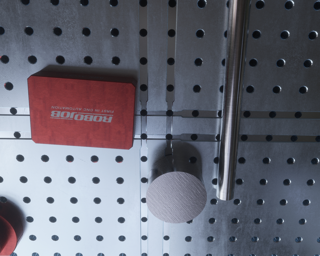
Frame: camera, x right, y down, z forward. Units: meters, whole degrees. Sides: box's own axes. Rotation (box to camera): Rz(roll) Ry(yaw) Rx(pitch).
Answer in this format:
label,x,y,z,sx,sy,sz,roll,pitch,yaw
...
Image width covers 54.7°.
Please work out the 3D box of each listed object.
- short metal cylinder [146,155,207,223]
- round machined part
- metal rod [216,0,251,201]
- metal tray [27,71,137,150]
label,x,y,z,sx,sy,sz,roll,pitch,yaw
short metal cylinder,0.022,0.084,0.431,0.081,0.050,0.079,0,110,0
round machined part,-0.263,0.162,0.462,0.099,0.042,0.097,0,110,0
metal rod,0.094,-0.041,0.398,0.025,0.025,0.298,0,110,0
metal tray,-0.098,-0.022,0.402,0.131,0.030,0.089,4,110,-2
